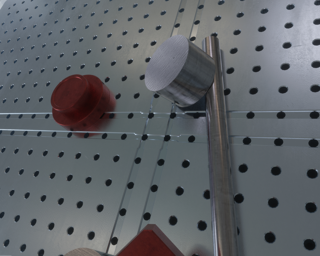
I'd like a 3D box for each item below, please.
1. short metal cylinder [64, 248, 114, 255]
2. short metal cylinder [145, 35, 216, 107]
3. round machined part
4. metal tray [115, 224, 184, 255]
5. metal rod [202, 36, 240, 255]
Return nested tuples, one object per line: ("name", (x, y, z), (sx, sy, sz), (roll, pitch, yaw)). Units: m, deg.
("short metal cylinder", (-0.073, 0.172, 0.325), (0.080, 0.050, 0.080), (-13, 56, 21))
("short metal cylinder", (0.025, -0.074, 0.407), (0.080, 0.050, 0.080), (-29, 47, 38))
("round machined part", (-0.134, -0.047, 0.497), (0.098, 0.042, 0.098), (-13, 56, 21))
("metal tray", (0.004, 0.161, 0.265), (0.090, 0.030, 0.130), (-44, 81, -2))
("metal rod", (0.068, 0.006, 0.368), (0.025, 0.025, 0.299), (-12, 57, 22))
